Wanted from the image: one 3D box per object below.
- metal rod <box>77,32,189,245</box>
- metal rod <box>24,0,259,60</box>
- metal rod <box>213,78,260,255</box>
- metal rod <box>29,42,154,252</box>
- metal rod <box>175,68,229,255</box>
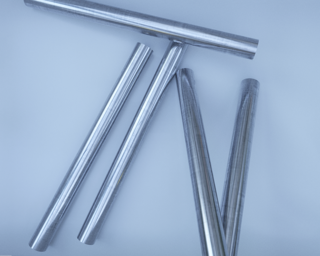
[{"bbox_3d":[-0.034,0.013,0.410,0.025,0.025,0.299,25,90,0],"label":"metal rod"},{"bbox_3d":[-0.029,-0.134,0.392,0.301,0.025,0.025,15,90,7],"label":"metal rod"},{"bbox_3d":[0.083,0.070,0.348,0.025,0.025,0.300,16,64,0],"label":"metal rod"},{"bbox_3d":[-0.091,0.025,0.410,0.025,0.025,0.299,28,90,0],"label":"metal rod"},{"bbox_3d":[0.046,0.055,0.336,0.025,0.025,0.299,-6,59,0],"label":"metal rod"}]
